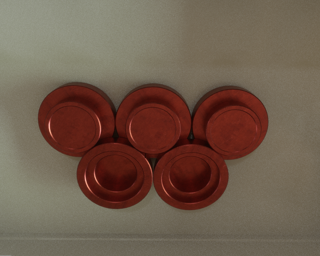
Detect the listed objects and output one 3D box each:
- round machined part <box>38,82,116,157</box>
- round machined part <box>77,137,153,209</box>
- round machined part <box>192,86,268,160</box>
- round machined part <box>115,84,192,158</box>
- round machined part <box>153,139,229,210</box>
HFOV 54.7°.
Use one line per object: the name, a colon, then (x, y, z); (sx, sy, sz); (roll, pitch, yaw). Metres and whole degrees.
round machined part: (-0.107, -0.007, 0.396); (0.099, 0.042, 0.097); (0, 109, -1)
round machined part: (-0.059, 0.057, 0.421); (0.099, 0.042, 0.097); (0, 110, 0)
round machined part: (0.091, -0.002, 0.399); (0.099, 0.042, 0.097); (0, 109, 0)
round machined part: (-0.009, -0.005, 0.398); (0.099, 0.042, 0.097); (0, 109, 0)
round machined part: (0.040, 0.059, 0.422); (0.099, 0.042, 0.097); (0, 110, 0)
